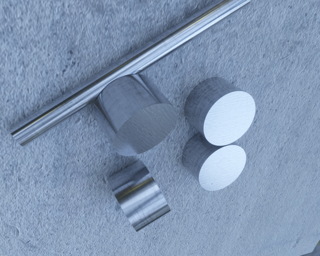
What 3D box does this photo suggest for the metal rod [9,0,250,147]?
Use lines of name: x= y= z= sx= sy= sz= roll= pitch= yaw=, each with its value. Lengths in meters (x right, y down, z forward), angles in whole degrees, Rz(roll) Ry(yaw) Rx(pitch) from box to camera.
metal rod: x=-0.027 y=-0.073 z=0.346 sx=0.301 sy=0.025 sz=0.025 roll=-34 pitch=129 yaw=-7

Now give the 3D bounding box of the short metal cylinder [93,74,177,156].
short metal cylinder: x=-0.028 y=-0.014 z=0.351 sx=0.081 sy=0.050 sz=0.080 roll=-27 pitch=148 yaw=-18

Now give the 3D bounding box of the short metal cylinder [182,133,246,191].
short metal cylinder: x=0.080 y=0.047 z=0.463 sx=0.081 sy=0.050 sz=0.079 roll=-14 pitch=124 yaw=-21

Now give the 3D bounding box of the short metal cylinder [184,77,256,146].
short metal cylinder: x=0.081 y=-0.023 z=0.421 sx=0.081 sy=0.050 sz=0.079 roll=-14 pitch=124 yaw=-21

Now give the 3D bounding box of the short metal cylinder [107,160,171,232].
short metal cylinder: x=-0.028 y=0.089 z=0.411 sx=0.050 sy=0.080 sz=0.080 roll=-30 pitch=129 yaw=-10
